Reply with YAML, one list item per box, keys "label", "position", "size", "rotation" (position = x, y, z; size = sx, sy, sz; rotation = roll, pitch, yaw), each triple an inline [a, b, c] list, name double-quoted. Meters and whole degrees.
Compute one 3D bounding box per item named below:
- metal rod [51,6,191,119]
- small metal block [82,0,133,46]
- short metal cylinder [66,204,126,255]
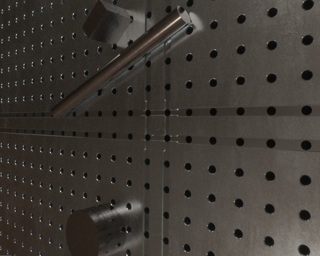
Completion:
- label: "metal rod"
  position: [-0.078, -0.084, 0.470]
  size: [0.299, 0.025, 0.025]
  rotation: [-28, 73, 36]
- label: "small metal block"
  position: [-0.077, -0.153, 0.454]
  size: [0.050, 0.050, 0.025]
  rotation: [-48, 62, 29]
- label: "short metal cylinder"
  position: [-0.098, 0.160, 0.472]
  size: [0.080, 0.050, 0.079]
  rotation: [0, 90, 39]
